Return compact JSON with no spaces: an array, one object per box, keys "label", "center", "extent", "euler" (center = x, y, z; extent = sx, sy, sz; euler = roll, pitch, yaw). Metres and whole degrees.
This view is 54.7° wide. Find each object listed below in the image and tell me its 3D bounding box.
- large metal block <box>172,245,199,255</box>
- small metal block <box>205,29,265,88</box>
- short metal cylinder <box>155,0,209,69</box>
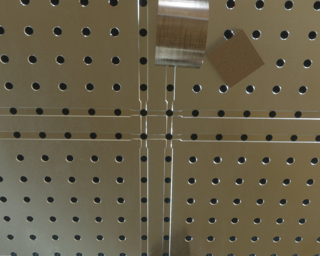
[{"label":"large metal block","center":[0.039,0.249,0.492],"extent":[0.080,0.050,0.080],"euler":[-35,107,12]},{"label":"small metal block","center":[0.091,-0.086,0.382],"extent":[0.050,0.025,0.050],"euler":[-35,107,12]},{"label":"short metal cylinder","center":[0.022,-0.108,0.344],"extent":[0.050,0.080,0.079],"euler":[4,110,-2]}]
